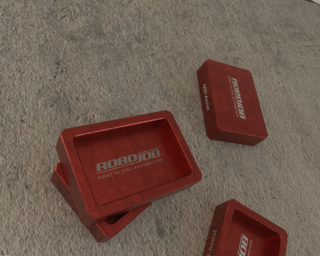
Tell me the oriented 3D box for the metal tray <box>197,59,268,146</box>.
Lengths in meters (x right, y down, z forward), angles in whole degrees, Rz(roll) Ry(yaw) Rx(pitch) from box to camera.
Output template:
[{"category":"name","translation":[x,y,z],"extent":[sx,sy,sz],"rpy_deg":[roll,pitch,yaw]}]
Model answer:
[{"category":"metal tray","translation":[0.111,-0.040,0.485],"extent":[0.091,0.030,0.130],"rpy_deg":[10,58,-23]}]

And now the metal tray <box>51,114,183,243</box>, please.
[{"category":"metal tray","translation":[-0.040,0.050,0.348],"extent":[0.131,0.030,0.090],"rpy_deg":[-34,81,-38]}]

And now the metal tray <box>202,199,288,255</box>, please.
[{"category":"metal tray","translation":[0.095,0.159,0.353],"extent":[0.090,0.030,0.130],"rpy_deg":[32,52,-8]}]

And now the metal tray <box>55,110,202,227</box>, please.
[{"category":"metal tray","translation":[-0.029,0.035,0.323],"extent":[0.131,0.030,0.090],"rpy_deg":[-13,68,-33]}]
